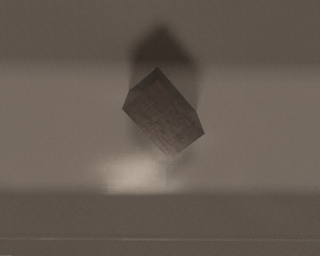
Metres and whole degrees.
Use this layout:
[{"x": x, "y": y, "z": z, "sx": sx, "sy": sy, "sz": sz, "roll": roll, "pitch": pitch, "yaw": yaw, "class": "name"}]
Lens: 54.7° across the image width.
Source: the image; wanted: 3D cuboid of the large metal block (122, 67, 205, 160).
[{"x": 0.004, "y": -0.021, "z": 0.374, "sx": 0.050, "sy": 0.080, "sz": 0.080, "roll": -39, "pitch": 106, "yaw": 13, "class": "large metal block"}]
